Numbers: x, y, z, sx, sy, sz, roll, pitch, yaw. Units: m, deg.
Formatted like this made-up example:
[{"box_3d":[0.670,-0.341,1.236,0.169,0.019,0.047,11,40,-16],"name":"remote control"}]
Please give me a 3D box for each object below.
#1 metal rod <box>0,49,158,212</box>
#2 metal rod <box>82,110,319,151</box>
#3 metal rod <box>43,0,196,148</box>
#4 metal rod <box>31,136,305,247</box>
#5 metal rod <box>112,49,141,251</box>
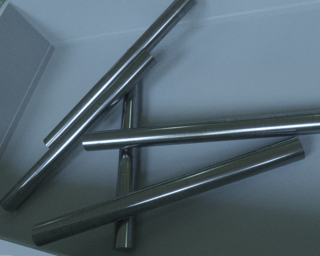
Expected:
[{"box_3d":[-0.117,0.006,0.440,0.300,0.025,0.025,-46,51,4],"name":"metal rod"},{"box_3d":[0.049,0.005,0.356,0.301,0.025,0.025,-5,59,18],"name":"metal rod"},{"box_3d":[-0.064,-0.078,0.454,0.300,0.025,0.025,-45,51,9],"name":"metal rod"},{"box_3d":[0.002,0.071,0.335,0.301,0.025,0.025,-20,54,6],"name":"metal rod"},{"box_3d":[-0.041,0.007,0.421,0.025,0.025,0.299,-14,56,20],"name":"metal rod"}]
